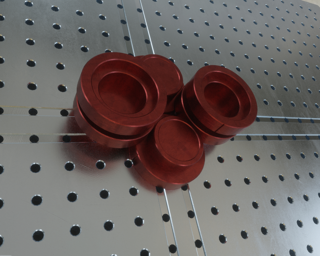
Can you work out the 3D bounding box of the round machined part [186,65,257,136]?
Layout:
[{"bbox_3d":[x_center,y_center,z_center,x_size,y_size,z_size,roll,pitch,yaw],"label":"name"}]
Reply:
[{"bbox_3d":[0.078,-0.033,0.417,0.099,0.042,0.098,13,56,-21],"label":"round machined part"}]

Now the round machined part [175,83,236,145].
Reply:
[{"bbox_3d":[0.064,-0.019,0.442,0.099,0.042,0.098,13,56,-21],"label":"round machined part"}]

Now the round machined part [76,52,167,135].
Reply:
[{"bbox_3d":[-0.045,-0.035,0.352,0.099,0.042,0.098,13,56,-21],"label":"round machined part"}]

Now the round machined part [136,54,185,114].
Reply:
[{"bbox_3d":[-0.007,-0.063,0.431,0.099,0.042,0.098,13,56,-21],"label":"round machined part"}]

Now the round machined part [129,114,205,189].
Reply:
[{"bbox_3d":[0.015,0.024,0.389,0.099,0.042,0.098,13,56,-21],"label":"round machined part"}]

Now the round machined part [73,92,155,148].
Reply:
[{"bbox_3d":[-0.056,-0.019,0.378,0.099,0.042,0.098,13,56,-21],"label":"round machined part"}]
